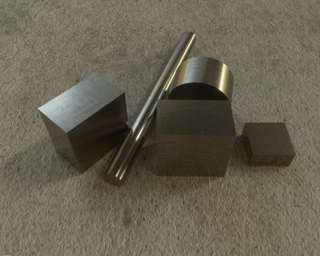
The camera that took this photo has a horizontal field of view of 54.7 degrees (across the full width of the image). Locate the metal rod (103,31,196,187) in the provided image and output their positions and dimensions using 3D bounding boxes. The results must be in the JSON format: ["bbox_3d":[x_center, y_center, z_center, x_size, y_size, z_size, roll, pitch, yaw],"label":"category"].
[{"bbox_3d":[-0.001,-0.048,0.443,0.025,0.025,0.301,16,52,13],"label":"metal rod"}]

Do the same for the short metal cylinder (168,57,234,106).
[{"bbox_3d":[0.054,-0.046,0.407,0.080,0.080,0.050,10,51,8],"label":"short metal cylinder"}]

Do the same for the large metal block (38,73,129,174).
[{"bbox_3d":[-0.085,-0.005,0.371,0.050,0.080,0.080,35,58,25],"label":"large metal block"}]

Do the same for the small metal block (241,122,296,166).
[{"bbox_3d":[0.134,0.020,0.388,0.050,0.025,0.050,0,50,-1],"label":"small metal block"}]

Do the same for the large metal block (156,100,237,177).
[{"bbox_3d":[0.037,0.014,0.356,0.080,0.080,0.050,1,50,0],"label":"large metal block"}]
